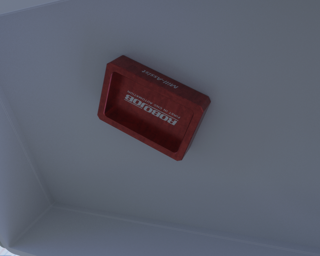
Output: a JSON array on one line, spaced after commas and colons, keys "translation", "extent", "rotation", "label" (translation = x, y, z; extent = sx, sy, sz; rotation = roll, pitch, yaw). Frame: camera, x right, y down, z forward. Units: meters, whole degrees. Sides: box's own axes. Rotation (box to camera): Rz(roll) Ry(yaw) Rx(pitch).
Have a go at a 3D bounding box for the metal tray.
[{"translation": [-0.012, -0.025, 0.396], "extent": [0.130, 0.030, 0.089], "rotation": [28, 128, 10], "label": "metal tray"}]
